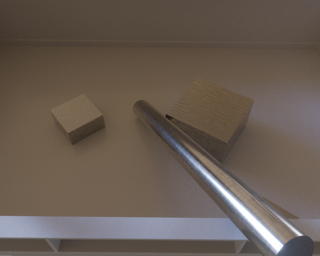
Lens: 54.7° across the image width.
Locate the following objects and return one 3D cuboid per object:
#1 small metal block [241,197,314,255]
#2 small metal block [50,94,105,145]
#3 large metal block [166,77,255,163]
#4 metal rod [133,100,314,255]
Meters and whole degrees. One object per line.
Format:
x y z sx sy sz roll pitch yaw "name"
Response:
0.113 0.102 0.305 0.050 0.050 0.025 30 56 22 "small metal block"
-0.110 -0.012 0.414 0.050 0.025 0.050 -31 57 -24 "small metal block"
0.063 -0.010 0.398 0.080 0.050 0.080 26 55 20 "large metal block"
0.023 0.020 0.297 0.025 0.025 0.300 -17 23 -14 "metal rod"
